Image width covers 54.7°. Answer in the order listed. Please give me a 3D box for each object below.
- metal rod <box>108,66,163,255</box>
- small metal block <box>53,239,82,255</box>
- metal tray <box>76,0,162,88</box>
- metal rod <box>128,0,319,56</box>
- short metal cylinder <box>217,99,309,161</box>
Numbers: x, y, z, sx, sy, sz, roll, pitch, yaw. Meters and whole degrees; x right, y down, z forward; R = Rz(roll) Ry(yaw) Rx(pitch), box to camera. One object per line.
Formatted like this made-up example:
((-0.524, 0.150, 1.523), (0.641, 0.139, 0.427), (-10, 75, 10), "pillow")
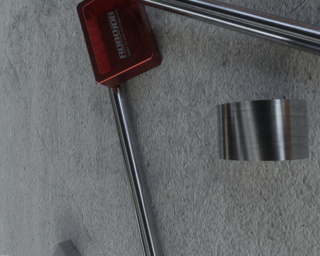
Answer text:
((-0.038, 0.050, 0.436), (0.025, 0.025, 0.299), (-22, 76, 38), "metal rod")
((-0.162, 0.233, 0.539), (0.050, 0.025, 0.050), (42, 115, 32), "small metal block")
((-0.059, -0.132, 0.433), (0.090, 0.030, 0.129), (-22, 76, 19), "metal tray")
((0.049, -0.131, 0.342), (0.300, 0.025, 0.025), (28, 108, 29), "metal rod")
((0.095, 0.002, 0.291), (0.080, 0.081, 0.050), (-3, 88, 40), "short metal cylinder")
